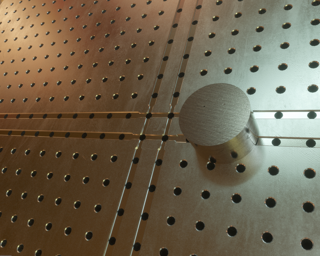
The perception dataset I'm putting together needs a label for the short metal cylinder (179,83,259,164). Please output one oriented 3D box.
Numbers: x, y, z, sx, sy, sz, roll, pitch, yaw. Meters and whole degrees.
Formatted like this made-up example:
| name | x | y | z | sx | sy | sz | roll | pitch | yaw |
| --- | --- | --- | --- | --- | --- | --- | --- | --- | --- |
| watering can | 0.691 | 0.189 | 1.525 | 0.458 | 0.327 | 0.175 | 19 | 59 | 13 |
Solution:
| name | x | y | z | sx | sy | sz | roll | pitch | yaw |
| --- | --- | --- | --- | --- | --- | --- | --- | --- | --- |
| short metal cylinder | 0.069 | -0.005 | 0.358 | 0.080 | 0.050 | 0.080 | -13 | 56 | 21 |
